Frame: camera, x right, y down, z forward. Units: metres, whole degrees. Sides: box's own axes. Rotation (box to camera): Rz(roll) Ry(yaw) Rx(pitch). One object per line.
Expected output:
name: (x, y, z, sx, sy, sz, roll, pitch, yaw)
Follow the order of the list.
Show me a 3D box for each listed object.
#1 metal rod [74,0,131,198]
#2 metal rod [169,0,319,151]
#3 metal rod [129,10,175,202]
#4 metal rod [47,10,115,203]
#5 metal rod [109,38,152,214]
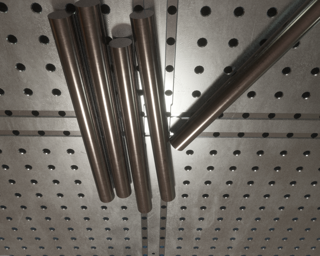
metal rod: (-0.065, -0.010, 0.401, 0.025, 0.025, 0.298, -2, 130, 1)
metal rod: (0.110, -0.071, 0.352, 0.025, 0.025, 0.299, 28, 124, -23)
metal rod: (-0.003, -0.002, 0.409, 0.025, 0.025, 0.298, -5, 130, 4)
metal rod: (-0.093, -0.001, 0.409, 0.025, 0.025, 0.298, -2, 130, 1)
metal rod: (-0.034, 0.022, 0.429, 0.025, 0.025, 0.298, -3, 130, 2)
